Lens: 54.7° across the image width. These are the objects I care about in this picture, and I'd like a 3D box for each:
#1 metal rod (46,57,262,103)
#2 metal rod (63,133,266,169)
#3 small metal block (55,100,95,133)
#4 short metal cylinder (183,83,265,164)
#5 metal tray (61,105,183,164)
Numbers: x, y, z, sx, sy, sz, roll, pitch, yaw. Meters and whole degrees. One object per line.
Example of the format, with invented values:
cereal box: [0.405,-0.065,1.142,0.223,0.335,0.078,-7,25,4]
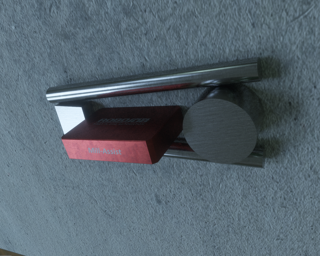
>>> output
metal rod: [-0.029,-0.055,0.390,0.300,0.025,0.025,-2,117,29]
metal rod: [-0.012,0.026,0.431,0.301,0.025,0.025,4,120,26]
small metal block: [-0.123,-0.015,0.465,0.050,0.025,0.050,4,121,26]
short metal cylinder: [0.072,-0.007,0.349,0.080,0.050,0.079,13,124,21]
metal tray: [-0.045,0.005,0.392,0.130,0.090,0.030,0,118,28]
